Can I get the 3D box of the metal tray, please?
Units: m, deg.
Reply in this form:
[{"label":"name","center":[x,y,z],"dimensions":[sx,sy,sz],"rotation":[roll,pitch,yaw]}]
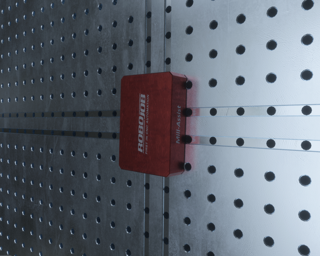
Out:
[{"label":"metal tray","center":[-0.012,-0.006,0.413],"dimensions":[0.090,0.030,0.129],"rotation":[3,92,39]}]
